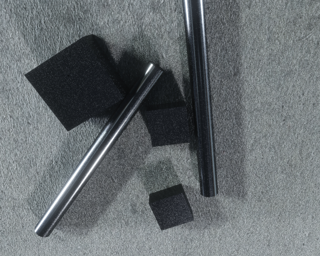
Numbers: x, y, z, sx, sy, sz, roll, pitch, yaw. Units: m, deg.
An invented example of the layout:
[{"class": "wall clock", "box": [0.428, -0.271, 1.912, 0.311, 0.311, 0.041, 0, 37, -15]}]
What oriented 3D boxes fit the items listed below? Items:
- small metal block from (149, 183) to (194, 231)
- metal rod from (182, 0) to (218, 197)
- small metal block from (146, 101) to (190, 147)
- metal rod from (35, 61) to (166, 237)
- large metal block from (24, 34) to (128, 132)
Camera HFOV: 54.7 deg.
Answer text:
[{"class": "small metal block", "box": [0.017, 0.116, 0.453, 0.050, 0.025, 0.050, -20, 109, 6]}, {"class": "metal rod", "box": [0.052, -0.046, 0.393, 0.025, 0.025, 0.298, -7, 110, 2]}, {"class": "small metal block", "box": [0.011, -0.005, 0.408, 0.050, 0.025, 0.050, -7, 110, 2]}, {"class": "metal rod", "box": [-0.089, 0.039, 0.422, 0.025, 0.025, 0.299, 33, 106, -12]}, {"class": "large metal block", "box": [-0.097, -0.055, 0.375, 0.080, 0.050, 0.080, -30, 108, 10]}]
